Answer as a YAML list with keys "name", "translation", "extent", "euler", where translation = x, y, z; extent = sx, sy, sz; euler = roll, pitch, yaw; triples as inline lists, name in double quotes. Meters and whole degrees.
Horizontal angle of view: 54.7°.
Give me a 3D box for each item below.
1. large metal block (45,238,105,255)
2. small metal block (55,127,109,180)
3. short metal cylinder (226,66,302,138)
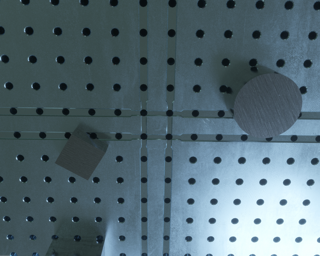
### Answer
- name: "large metal block"
  translation: [-0.130, 0.221, 0.480]
  extent: [0.081, 0.050, 0.079]
  euler: [3, 110, -2]
- name: "small metal block"
  translation: [-0.107, 0.036, 0.425]
  extent: [0.050, 0.025, 0.050]
  euler: [31, 107, -11]
- name: "short metal cylinder"
  translation: [0.127, -0.034, 0.389]
  extent: [0.081, 0.050, 0.079]
  euler: [0, 110, 0]
